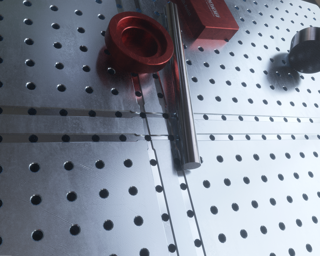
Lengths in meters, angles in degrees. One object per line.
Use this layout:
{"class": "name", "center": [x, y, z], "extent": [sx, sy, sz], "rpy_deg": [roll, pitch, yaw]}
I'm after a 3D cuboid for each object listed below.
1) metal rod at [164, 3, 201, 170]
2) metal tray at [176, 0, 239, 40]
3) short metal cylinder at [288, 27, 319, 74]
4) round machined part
{"class": "metal rod", "center": [0.030, -0.081, 0.473], "extent": [0.025, 0.025, 0.299], "rpy_deg": [9, 58, -23]}
{"class": "metal tray", "center": [0.085, -0.229, 0.590], "extent": [0.091, 0.030, 0.130], "rpy_deg": [-8, 66, -32]}
{"class": "short metal cylinder", "center": [0.309, -0.159, 0.636], "extent": [0.080, 0.080, 0.050], "rpy_deg": [32, 52, -8]}
{"class": "round machined part", "center": [-0.033, -0.118, 0.451], "extent": [0.099, 0.042, 0.098], "rpy_deg": [13, 56, -21]}
